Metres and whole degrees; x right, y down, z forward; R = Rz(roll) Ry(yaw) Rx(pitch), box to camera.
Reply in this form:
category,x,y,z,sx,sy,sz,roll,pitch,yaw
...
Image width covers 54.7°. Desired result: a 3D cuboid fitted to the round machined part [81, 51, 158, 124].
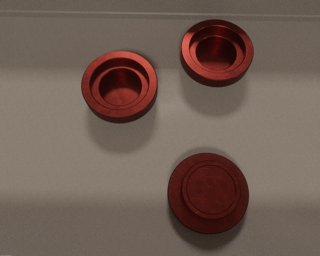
category,x,y,z,sx,sy,sz,roll,pitch,yaw
round machined part,-0.052,-0.051,0.419,0.099,0.042,0.098,0,70,-1

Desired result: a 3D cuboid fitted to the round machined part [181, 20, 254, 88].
category,x,y,z,sx,sy,sz,roll,pitch,yaw
round machined part,0.078,-0.100,0.438,0.099,0.042,0.098,0,70,-1

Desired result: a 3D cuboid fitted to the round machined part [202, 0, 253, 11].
category,x,y,z,sx,sy,sz,roll,pitch,yaw
round machined part,0.109,-0.238,0.490,0.099,0.042,0.098,0,69,-1

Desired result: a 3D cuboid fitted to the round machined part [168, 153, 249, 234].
category,x,y,z,sx,sy,sz,roll,pitch,yaw
round machined part,0.059,0.077,0.373,0.099,0.042,0.098,0,70,-1
